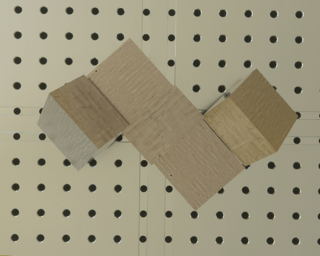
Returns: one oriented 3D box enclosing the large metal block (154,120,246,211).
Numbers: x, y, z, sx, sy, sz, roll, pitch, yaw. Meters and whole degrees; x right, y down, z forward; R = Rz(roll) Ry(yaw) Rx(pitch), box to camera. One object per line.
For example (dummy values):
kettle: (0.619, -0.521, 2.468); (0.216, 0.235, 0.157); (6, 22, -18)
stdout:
large metal block: (0.047, 0.045, 0.401); (0.080, 0.050, 0.080); (-41, 89, 0)

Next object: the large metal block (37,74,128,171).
large metal block: (-0.096, -0.004, 0.378); (0.080, 0.080, 0.050); (49, 51, 0)

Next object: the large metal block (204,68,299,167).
large metal block: (0.112, -0.014, 0.380); (0.080, 0.050, 0.080); (49, 50, -1)

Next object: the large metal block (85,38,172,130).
large metal block: (-0.039, -0.054, 0.400); (0.080, 0.050, 0.080); (-42, 91, 1)

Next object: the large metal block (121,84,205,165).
large metal block: (0.003, -0.004, 0.385); (0.080, 0.080, 0.050); (-42, 91, 0)
